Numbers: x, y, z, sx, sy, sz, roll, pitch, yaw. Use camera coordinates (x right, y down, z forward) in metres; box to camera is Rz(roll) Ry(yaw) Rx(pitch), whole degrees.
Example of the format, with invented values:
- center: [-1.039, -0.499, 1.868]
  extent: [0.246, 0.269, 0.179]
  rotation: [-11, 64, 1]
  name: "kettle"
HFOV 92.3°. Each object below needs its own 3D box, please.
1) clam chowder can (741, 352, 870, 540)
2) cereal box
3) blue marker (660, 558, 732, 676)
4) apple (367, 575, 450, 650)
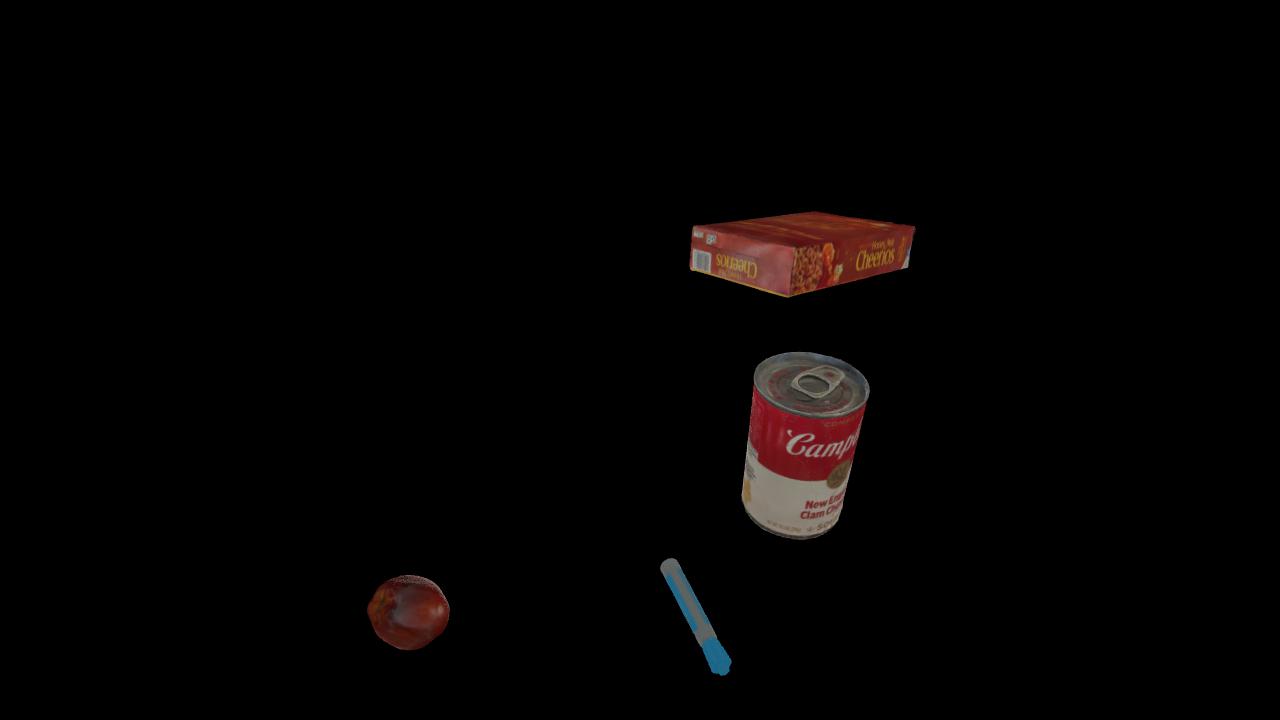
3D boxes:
- center: [0.102, 0.055, 0.392]
  extent: [0.068, 0.102, 0.068]
  rotation: [0, 32, 0]
  name: "clam chowder can"
- center: [0.257, -0.176, 0.967]
  extent: [0.306, 0.081, 0.203]
  rotation: [-15, 27, -36]
  name: "cereal box"
- center: [0.049, 0.228, 0.553]
  extent: [0.020, 0.020, 0.121]
  rotation: [0, 27, -23]
  name: "blue marker"
- center: [-0.260, 0.283, 0.697]
  extent: [0.079, 0.079, 0.093]
  rotation: [0, -28, 34]
  name: "apple"
